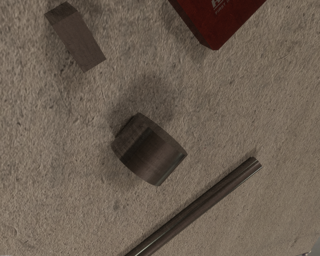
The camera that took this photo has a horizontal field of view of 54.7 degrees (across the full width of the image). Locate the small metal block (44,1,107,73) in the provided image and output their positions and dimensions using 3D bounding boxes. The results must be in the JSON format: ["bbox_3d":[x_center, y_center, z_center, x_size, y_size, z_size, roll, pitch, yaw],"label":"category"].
[{"bbox_3d":[-0.081,-0.087,0.294,0.025,0.050,0.050,-34,129,-6],"label":"small metal block"}]

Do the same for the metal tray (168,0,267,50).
[{"bbox_3d":[0.079,-0.165,0.346,0.130,0.030,0.090,-46,130,4],"label":"metal tray"}]

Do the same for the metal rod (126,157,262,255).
[{"bbox_3d":[0.050,0.150,0.529,0.301,0.025,0.025,-37,130,-4],"label":"metal rod"}]

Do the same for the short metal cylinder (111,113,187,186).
[{"bbox_3d":[-0.013,0.026,0.381,0.050,0.080,0.080,-50,129,6],"label":"short metal cylinder"}]
